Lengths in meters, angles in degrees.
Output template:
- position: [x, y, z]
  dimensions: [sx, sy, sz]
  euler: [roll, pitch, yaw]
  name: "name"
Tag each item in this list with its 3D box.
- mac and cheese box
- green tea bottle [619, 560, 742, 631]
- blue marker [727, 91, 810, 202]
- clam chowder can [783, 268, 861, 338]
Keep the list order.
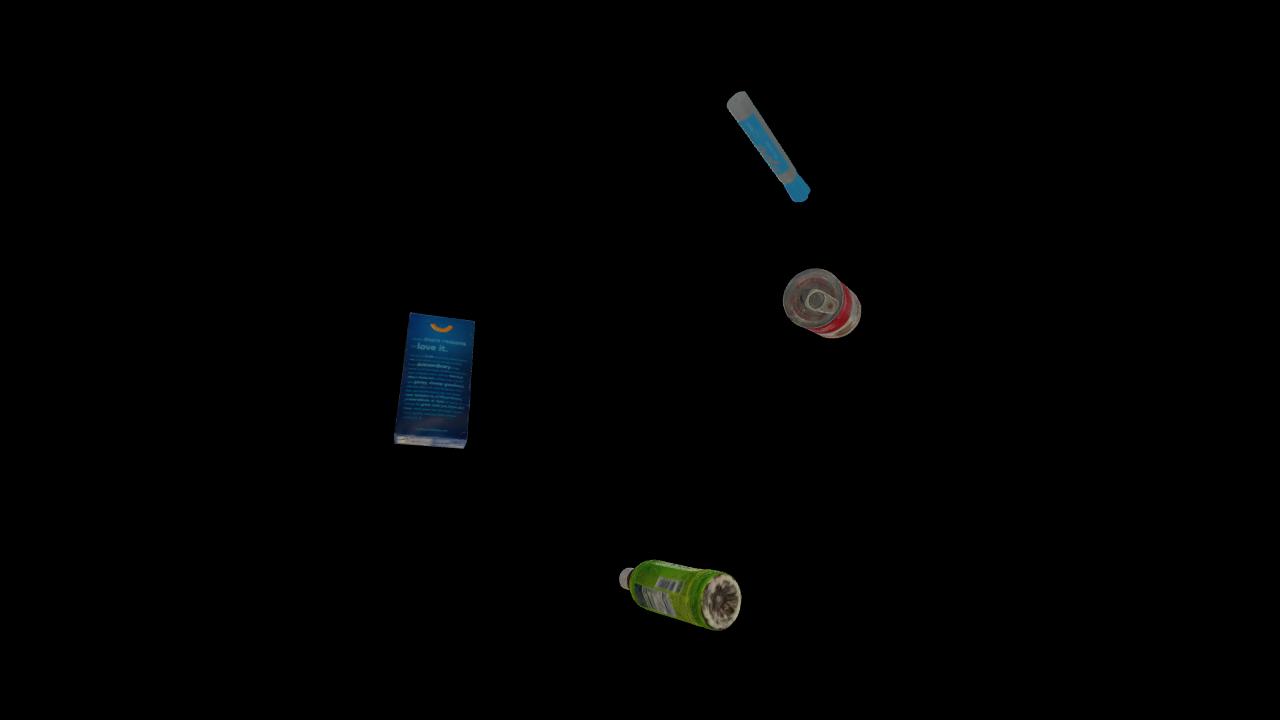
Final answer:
- position: [-0.281, 0.027, 0.848]
  dimensions: [0.093, 0.184, 0.041]
  euler: [6, -29, -19]
  name: "mac and cheese box"
- position: [0.040, 0.308, 0.829]
  dimensions: [0.073, 0.073, 0.212]
  euler: [0, -7, -36]
  name: "green tea bottle"
- position: [0.115, -0.181, 0.537]
  dimensions: [0.020, 0.020, 0.121]
  euler: [0, -31, 46]
  name: "blue marker"
- position: [0.216, -0.064, 0.720]
  dimensions: [0.068, 0.068, 0.102]
  euler: [0, -5, 31]
  name: "clam chowder can"
